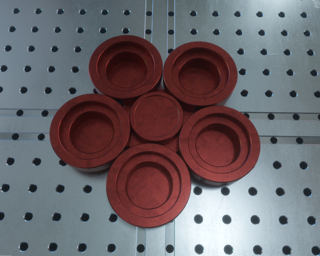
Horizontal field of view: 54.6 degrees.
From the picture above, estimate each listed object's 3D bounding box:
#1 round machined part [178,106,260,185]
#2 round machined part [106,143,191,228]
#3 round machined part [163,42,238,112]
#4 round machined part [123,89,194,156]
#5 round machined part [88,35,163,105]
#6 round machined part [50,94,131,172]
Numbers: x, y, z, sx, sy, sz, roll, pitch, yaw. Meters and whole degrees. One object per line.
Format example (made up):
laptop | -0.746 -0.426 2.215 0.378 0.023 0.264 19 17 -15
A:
round machined part | 0.072 0.024 0.394 0.099 0.042 0.098 0 70 0
round machined part | -0.013 0.071 0.376 0.099 0.042 0.098 0 70 0
round machined part | 0.053 -0.066 0.427 0.099 0.042 0.098 0 70 0
round machined part | -0.004 -0.008 0.405 0.099 0.042 0.098 0 70 0
round machined part | -0.046 -0.076 0.430 0.099 0.042 0.098 0 70 0
round machined part | -0.086 0.008 0.399 0.099 0.042 0.098 0 70 0
